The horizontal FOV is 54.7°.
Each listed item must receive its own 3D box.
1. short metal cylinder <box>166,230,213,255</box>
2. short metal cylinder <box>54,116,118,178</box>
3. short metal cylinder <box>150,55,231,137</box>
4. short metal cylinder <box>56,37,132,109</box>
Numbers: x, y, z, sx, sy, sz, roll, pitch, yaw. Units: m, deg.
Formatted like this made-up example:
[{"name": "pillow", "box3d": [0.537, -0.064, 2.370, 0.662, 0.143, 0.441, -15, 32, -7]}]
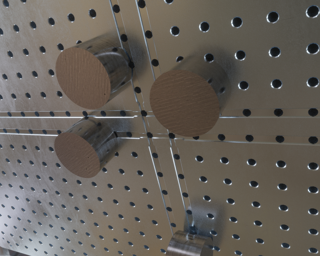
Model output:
[{"name": "short metal cylinder", "box3d": [0.046, 0.204, 0.478, 0.050, 0.080, 0.079, 5, 121, 26]}, {"name": "short metal cylinder", "box3d": [-0.111, 0.029, 0.472, 0.080, 0.050, 0.079, 13, 124, 21]}, {"name": "short metal cylinder", "box3d": [0.035, -0.037, 0.354, 0.080, 0.050, 0.079, 13, 124, 21]}, {"name": "short metal cylinder", "box3d": [-0.084, -0.070, 0.396, 0.080, 0.050, 0.079, 13, 124, 21]}]
